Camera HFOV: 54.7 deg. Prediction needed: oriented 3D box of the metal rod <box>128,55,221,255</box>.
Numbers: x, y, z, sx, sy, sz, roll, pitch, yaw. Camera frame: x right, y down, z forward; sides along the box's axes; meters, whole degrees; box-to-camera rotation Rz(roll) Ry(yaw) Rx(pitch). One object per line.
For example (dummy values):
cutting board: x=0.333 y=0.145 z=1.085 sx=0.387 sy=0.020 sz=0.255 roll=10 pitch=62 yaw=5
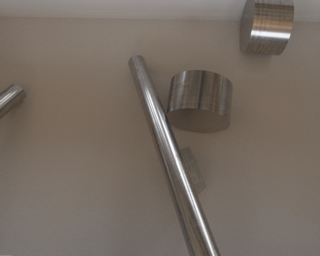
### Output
metal rod: x=0.004 y=0.013 z=0.348 sx=0.025 sy=0.025 sz=0.300 roll=-15 pitch=49 yaw=-6

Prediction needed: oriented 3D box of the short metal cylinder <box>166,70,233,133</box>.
short metal cylinder: x=0.050 y=-0.031 z=0.392 sx=0.080 sy=0.080 sz=0.050 roll=8 pitch=70 yaw=2

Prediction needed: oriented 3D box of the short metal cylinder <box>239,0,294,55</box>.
short metal cylinder: x=0.147 y=-0.144 z=0.435 sx=0.050 sy=0.080 sz=0.080 roll=5 pitch=70 yaw=1

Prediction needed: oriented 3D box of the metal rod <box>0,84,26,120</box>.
metal rod: x=-0.247 y=0.044 z=0.321 sx=0.025 sy=0.025 sz=0.301 roll=21 pitch=44 yaw=7

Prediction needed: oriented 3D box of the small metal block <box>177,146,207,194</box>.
small metal block: x=0.032 y=0.056 z=0.376 sx=0.025 sy=0.050 sz=0.050 roll=-19 pitch=71 yaw=-7
